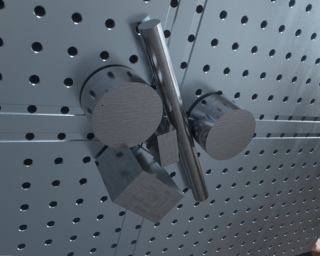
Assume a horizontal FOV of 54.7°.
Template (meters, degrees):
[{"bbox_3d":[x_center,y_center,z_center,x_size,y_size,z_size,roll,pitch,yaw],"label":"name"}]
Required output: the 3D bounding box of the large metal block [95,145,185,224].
[{"bbox_3d":[-0.027,0.064,0.395,0.050,0.080,0.080,-47,129,5],"label":"large metal block"}]

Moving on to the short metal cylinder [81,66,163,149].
[{"bbox_3d":[-0.044,-0.024,0.352,0.081,0.050,0.079,-14,124,-21],"label":"short metal cylinder"}]

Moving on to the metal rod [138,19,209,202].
[{"bbox_3d":[0.028,0.000,0.422,0.025,0.025,0.299,-28,128,-11],"label":"metal rod"}]

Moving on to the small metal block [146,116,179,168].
[{"bbox_3d":[0.000,0.014,0.399,0.025,0.050,0.050,-20,126,-17],"label":"small metal block"}]

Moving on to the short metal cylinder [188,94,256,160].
[{"bbox_3d":[0.086,-0.001,0.436,0.081,0.050,0.079,-14,124,-21],"label":"short metal cylinder"}]
